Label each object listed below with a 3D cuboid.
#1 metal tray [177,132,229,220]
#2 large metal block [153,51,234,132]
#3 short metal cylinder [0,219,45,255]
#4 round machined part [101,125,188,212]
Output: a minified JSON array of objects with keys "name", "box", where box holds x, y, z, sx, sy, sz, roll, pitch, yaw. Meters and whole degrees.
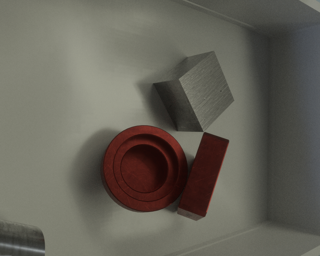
[{"name":"metal tray","box":[0.051,0.068,0.395,0.130,0.030,0.090,83,28,-71]},{"name":"large metal block","box":[0.050,-0.050,0.434,0.080,0.050,0.080,-42,116,-32]},{"name":"short metal cylinder","box":[-0.139,0.117,0.255,0.050,0.080,0.080,29,72,-37]},{"name":"round machined part","box":[-0.020,0.049,0.364,0.099,0.042,0.098,6,71,-18]}]
